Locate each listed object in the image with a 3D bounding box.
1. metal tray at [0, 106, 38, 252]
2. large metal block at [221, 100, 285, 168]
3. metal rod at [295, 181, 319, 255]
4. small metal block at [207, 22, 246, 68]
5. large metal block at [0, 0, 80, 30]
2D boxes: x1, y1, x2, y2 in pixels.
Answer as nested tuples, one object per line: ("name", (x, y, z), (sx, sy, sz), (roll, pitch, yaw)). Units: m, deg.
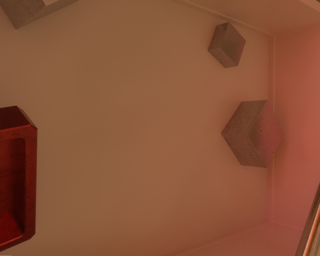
("metal tray", (-0.146, 0.051, 0.239), (0.091, 0.030, 0.129), (-15, 132, -40))
("large metal block", (0.160, 0.010, 0.528), (0.080, 0.050, 0.080), (-52, 121, -27))
("metal rod", (0.256, 0.088, 0.471), (0.025, 0.025, 0.300), (48, 61, -30))
("small metal block", (0.109, -0.133, 0.500), (0.050, 0.025, 0.050), (33, 70, -36))
("large metal block", (-0.102, -0.140, 0.286), (0.080, 0.080, 0.050), (-43, 116, -32))
